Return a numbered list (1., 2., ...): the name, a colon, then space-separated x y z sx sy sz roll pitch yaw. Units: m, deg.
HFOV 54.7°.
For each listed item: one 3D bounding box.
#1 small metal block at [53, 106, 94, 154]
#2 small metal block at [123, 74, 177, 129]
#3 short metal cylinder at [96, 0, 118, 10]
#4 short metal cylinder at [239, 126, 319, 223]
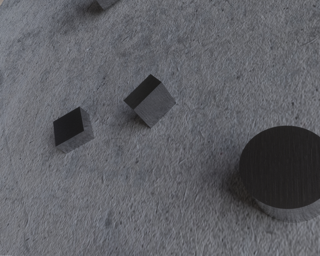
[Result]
1. small metal block: -0.132 0.003 0.471 0.050 0.025 0.050 -28 52 10
2. small metal block: -0.012 -0.035 0.416 0.050 0.050 0.025 -45 51 -3
3. short metal cylinder: -0.112 -0.277 0.597 0.050 0.080 0.080 -35 51 5
4. short metal cylinder: 0.122 0.044 0.297 0.080 0.050 0.080 -13 56 21
